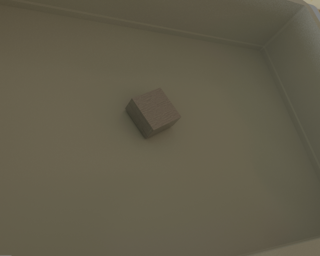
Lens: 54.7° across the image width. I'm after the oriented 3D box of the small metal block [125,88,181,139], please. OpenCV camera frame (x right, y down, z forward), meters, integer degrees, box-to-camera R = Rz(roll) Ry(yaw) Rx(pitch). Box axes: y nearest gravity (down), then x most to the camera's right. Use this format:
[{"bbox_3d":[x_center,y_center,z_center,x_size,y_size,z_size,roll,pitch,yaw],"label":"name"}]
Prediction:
[{"bbox_3d":[-0.009,-0.020,0.410,0.050,0.025,0.050,-26,76,-37],"label":"small metal block"}]
